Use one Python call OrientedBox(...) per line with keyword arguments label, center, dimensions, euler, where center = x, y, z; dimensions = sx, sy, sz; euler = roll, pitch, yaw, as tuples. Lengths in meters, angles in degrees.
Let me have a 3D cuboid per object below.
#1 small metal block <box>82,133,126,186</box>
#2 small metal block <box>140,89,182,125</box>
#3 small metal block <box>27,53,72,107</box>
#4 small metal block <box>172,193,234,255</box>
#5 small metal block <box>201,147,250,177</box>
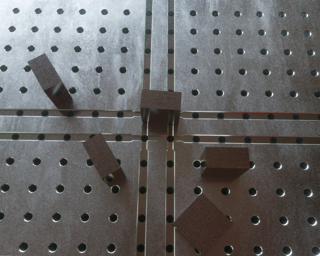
OrientedBox(label="small metal block", center=(-0.068, 0.040, 0.384), dimensions=(0.025, 0.050, 0.050), euler=(-30, 73, -10))
OrientedBox(label="small metal block", center=(0.001, -0.027, 0.408), dimensions=(0.050, 0.050, 0.025), euler=(4, 70, 1))
OrientedBox(label="small metal block", center=(-0.148, -0.064, 0.421), dimensions=(0.025, 0.050, 0.050), euler=(-31, 73, -10))
OrientedBox(label="small metal block", center=(0.050, 0.115, 0.370), dimensions=(0.050, 0.025, 0.050), euler=(-43, 76, -14))
OrientedBox(label="small metal block", center=(0.079, 0.043, 0.383), dimensions=(0.050, 0.050, 0.025), euler=(1, 70, 0))
